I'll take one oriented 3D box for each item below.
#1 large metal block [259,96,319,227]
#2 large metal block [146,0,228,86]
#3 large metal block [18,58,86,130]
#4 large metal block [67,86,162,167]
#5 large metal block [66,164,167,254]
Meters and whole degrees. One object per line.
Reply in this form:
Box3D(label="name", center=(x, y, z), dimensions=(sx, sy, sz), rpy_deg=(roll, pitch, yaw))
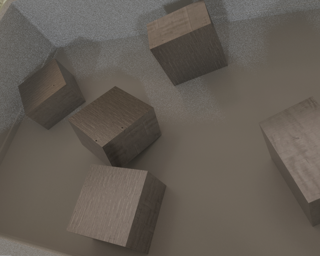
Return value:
Box3D(label="large metal block", center=(0.137, 0.033, 0.278), dimensions=(0.050, 0.080, 0.080), rpy_deg=(-28, 52, 11))
Box3D(label="large metal block", center=(0.038, -0.112, 0.420), dimensions=(0.080, 0.080, 0.050), rpy_deg=(-19, 54, 17))
Box3D(label="large metal block", center=(-0.183, -0.058, 0.521), dimensions=(0.080, 0.050, 0.080), rpy_deg=(-37, 51, 3))
Box3D(label="large metal block", center=(-0.058, -0.001, 0.407), dimensions=(0.080, 0.050, 0.080), rpy_deg=(-40, 48, -23))
Box3D(label="large metal block", center=(-0.048, 0.092, 0.359), dimensions=(0.080, 0.050, 0.080), rpy_deg=(3, 63, 29))
